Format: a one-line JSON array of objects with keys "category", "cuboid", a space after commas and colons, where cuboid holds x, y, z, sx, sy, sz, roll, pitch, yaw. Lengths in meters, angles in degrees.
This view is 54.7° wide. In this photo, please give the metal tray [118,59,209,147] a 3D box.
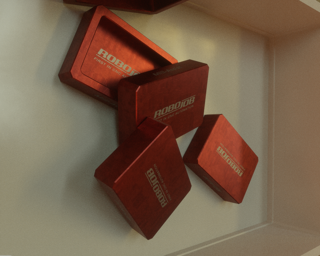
[{"category": "metal tray", "cuboid": [0.008, -0.028, 0.384, 0.131, 0.030, 0.089, -26, 129, -42]}]

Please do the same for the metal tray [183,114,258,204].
[{"category": "metal tray", "cuboid": [0.101, 0.050, 0.491, 0.130, 0.030, 0.090, 44, 63, -31]}]

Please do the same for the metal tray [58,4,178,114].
[{"category": "metal tray", "cuboid": [-0.042, -0.070, 0.369, 0.131, 0.030, 0.090, 28, 73, -37]}]

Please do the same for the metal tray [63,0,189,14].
[{"category": "metal tray", "cuboid": [-0.029, -0.158, 0.340, 0.131, 0.090, 0.030, -10, 97, -40]}]

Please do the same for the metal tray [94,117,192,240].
[{"category": "metal tray", "cuboid": [-0.012, 0.062, 0.360, 0.090, 0.030, 0.129, -47, 141, -24]}]
